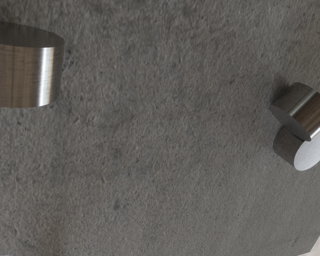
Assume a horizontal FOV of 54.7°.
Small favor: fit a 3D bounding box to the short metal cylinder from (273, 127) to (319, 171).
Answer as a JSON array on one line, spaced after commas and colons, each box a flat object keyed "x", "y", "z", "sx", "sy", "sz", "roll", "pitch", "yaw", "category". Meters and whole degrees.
[{"x": 0.250, "y": 0.028, "z": 0.548, "sx": 0.081, "sy": 0.050, "sz": 0.079, "roll": -14, "pitch": 125, "yaw": -21, "category": "short metal cylinder"}]

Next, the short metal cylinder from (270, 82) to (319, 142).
[{"x": 0.219, "y": -0.025, "z": 0.478, "sx": 0.050, "sy": 0.080, "sz": 0.080, "roll": -45, "pitch": 130, "yaw": 3, "category": "short metal cylinder"}]

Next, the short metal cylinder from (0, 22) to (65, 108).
[{"x": -0.127, "y": -0.057, "z": 0.267, "sx": 0.081, "sy": 0.080, "sz": 0.050, "roll": 0, "pitch": 119, "yaw": -29, "category": "short metal cylinder"}]
